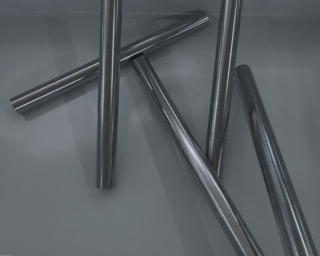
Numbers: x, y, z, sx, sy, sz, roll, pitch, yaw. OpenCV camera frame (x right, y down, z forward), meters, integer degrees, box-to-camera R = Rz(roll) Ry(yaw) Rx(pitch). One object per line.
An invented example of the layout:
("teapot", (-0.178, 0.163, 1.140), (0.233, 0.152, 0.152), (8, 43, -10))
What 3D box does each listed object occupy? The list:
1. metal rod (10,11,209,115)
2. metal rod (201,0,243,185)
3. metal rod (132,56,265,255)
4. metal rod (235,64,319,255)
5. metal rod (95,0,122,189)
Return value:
("metal rod", (-0.064, -0.097, 0.444), (0.302, 0.025, 0.025), (-27, 73, -10))
("metal rod", (0.078, -0.074, 0.373), (0.025, 0.025, 0.298), (6, 95, 2))
("metal rod", (0.035, 0.024, 0.377), (0.025, 0.025, 0.299), (-24, 63, -9))
("metal rod", (0.117, 0.026, 0.336), (0.025, 0.025, 0.300), (0, 45, 0))
("metal rod", (-0.061, -0.076, 0.373), (0.025, 0.025, 0.298), (3, 95, 1))
